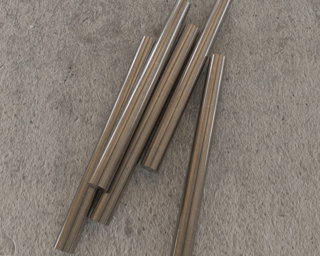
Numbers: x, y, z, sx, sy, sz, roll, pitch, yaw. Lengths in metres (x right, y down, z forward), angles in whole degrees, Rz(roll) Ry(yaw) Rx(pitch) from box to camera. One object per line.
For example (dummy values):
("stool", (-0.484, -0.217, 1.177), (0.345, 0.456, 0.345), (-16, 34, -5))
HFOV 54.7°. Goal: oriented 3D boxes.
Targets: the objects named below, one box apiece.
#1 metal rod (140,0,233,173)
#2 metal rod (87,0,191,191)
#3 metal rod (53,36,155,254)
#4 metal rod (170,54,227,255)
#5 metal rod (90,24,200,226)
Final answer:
("metal rod", (0.045, -0.078, 0.436), (0.025, 0.025, 0.300), (22, 71, 7))
("metal rod", (-0.019, -0.059, 0.413), (0.025, 0.025, 0.300), (20, 67, 7))
("metal rod", (-0.063, 0.007, 0.404), (0.025, 0.025, 0.299), (18, 71, 6))
("metal rod", (0.050, 0.038, 0.394), (0.025, 0.025, 0.299), (12, 70, 4))
("metal rod", (-0.012, -0.018, 0.414), (0.025, 0.025, 0.300), (22, 71, 7))
